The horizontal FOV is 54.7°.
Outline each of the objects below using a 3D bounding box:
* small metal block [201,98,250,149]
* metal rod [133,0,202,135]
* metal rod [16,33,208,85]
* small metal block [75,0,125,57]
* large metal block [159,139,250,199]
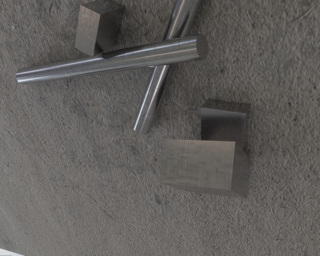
[{"bbox_3d":[0.076,-0.004,0.364,0.050,0.025,0.050,10,123,23],"label":"small metal block"},{"bbox_3d":[0.021,-0.108,0.328,0.025,0.025,0.298,30,128,9],"label":"metal rod"},{"bbox_3d":[-0.083,-0.078,0.382,0.300,0.025,0.025,0,119,35],"label":"metal rod"},{"bbox_3d":[-0.069,-0.116,0.355,0.025,0.050,0.050,29,128,10],"label":"small metal block"},{"bbox_3d":[0.056,0.049,0.365,0.080,0.050,0.080,1,163,27],"label":"large metal block"}]
